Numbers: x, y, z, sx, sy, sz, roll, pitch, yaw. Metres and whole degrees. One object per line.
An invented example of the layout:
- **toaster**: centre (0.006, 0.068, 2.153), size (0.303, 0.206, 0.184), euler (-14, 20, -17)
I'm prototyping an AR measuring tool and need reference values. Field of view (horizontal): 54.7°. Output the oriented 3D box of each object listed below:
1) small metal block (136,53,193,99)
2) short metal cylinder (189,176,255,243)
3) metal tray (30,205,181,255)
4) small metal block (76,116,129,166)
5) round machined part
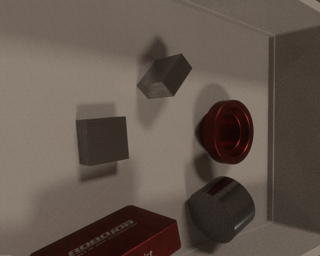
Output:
- **small metal block**: centre (0.006, -0.065, 0.397), size (0.025, 0.050, 0.050), euler (48, 61, -30)
- **short metal cylinder**: centre (0.088, 0.117, 0.448), size (0.050, 0.080, 0.080), euler (-25, 106, -38)
- **metal tray**: centre (-0.054, 0.127, 0.320), size (0.131, 0.090, 0.030), euler (-18, 102, -39)
- **small metal block**: centre (-0.065, 0.014, 0.354), size (0.050, 0.025, 0.050), euler (-7, 95, -40)
- **round machined part**: centre (0.100, 0.006, 0.482), size (0.099, 0.042, 0.097), euler (0, 90, -40)
